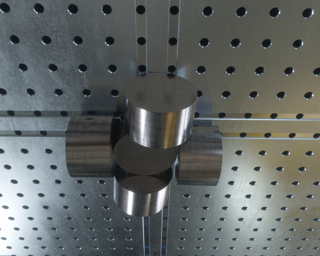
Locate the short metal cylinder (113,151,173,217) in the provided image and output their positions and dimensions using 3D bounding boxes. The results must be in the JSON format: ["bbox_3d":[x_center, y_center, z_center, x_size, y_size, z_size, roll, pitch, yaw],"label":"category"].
[{"bbox_3d":[-0.025,0.077,0.439,0.081,0.080,0.050,5,130,-4],"label":"short metal cylinder"}]

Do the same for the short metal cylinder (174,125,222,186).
[{"bbox_3d":[0.047,0.035,0.406,0.050,0.080,0.079,3,130,-3],"label":"short metal cylinder"}]

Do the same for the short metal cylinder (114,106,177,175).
[{"bbox_3d":[-0.019,0.017,0.410,0.081,0.050,0.079,-1,130,-1],"label":"short metal cylinder"}]

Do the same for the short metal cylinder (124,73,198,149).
[{"bbox_3d":[0.000,-0.022,0.356,0.081,0.080,0.050,2,130,-2],"label":"short metal cylinder"}]

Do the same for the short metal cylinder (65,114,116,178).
[{"bbox_3d":[-0.084,0.023,0.394,0.050,0.080,0.079,1,130,-2],"label":"short metal cylinder"}]
